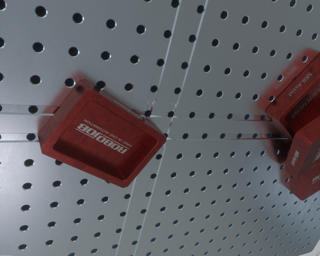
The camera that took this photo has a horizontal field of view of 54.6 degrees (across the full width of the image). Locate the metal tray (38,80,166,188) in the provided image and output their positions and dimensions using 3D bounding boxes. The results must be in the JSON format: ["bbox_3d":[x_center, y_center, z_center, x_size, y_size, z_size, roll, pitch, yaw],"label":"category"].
[{"bbox_3d":[-0.066,0.013,0.379,0.130,0.030,0.090,34,99,-38],"label":"metal tray"}]

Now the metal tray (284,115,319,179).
[{"bbox_3d":[0.271,0.028,0.545,0.090,0.030,0.130,-33,146,-12],"label":"metal tray"}]

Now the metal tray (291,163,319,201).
[{"bbox_3d":[0.332,0.084,0.639,0.131,0.030,0.090,-27,128,-11],"label":"metal tray"}]

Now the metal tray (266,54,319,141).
[{"bbox_3d":[0.246,-0.046,0.512,0.130,0.030,0.090,-47,129,5],"label":"metal tray"}]
